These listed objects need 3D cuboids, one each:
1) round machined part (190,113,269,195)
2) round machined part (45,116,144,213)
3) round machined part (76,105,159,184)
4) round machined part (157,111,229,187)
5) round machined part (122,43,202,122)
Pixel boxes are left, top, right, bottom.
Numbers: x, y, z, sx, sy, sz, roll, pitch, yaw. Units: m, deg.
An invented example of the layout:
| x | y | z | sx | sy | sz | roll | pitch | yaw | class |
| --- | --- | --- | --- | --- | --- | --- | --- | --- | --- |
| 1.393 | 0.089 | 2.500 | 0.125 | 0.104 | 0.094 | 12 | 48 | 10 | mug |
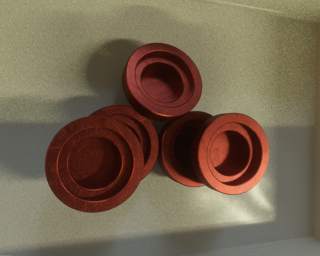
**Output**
| x | y | z | sx | sy | sz | roll | pitch | yaw | class |
| --- | --- | --- | --- | --- | --- | --- | --- | --- | --- |
| 0.082 | 0.031 | 0.386 | 0.099 | 0.042 | 0.097 | 0 | 90 | -20 | round machined part |
| -0.070 | 0.036 | 0.330 | 0.099 | 0.042 | 0.097 | 0 | 90 | -20 | round machined part |
| -0.054 | 0.022 | 0.380 | 0.099 | 0.042 | 0.097 | 0 | 90 | -20 | round machined part |
| 0.040 | 0.027 | 0.415 | 0.099 | 0.042 | 0.097 | 0 | 90 | -20 | round machined part |
| 0.000 | -0.053 | 0.389 | 0.099 | 0.042 | 0.098 | 7 | 70 | -19 | round machined part |
